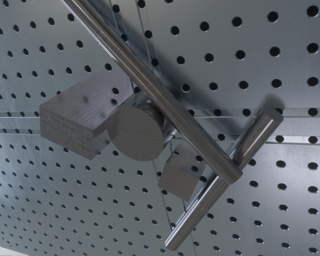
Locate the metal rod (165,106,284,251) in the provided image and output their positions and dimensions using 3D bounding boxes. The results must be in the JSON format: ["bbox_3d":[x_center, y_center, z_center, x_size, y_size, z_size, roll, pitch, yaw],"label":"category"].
[{"bbox_3d":[0.072,0.090,0.428,0.025,0.025,0.298,32,129,7],"label":"metal rod"}]

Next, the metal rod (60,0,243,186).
[{"bbox_3d":[-0.012,-0.051,0.368,0.300,0.025,0.025,48,129,1],"label":"metal rod"}]

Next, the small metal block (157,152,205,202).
[{"bbox_3d":[0.029,0.070,0.439,0.050,0.025,0.050,26,128,11],"label":"small metal block"}]

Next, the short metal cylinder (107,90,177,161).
[{"bbox_3d":[-0.021,-0.004,0.403,0.080,0.050,0.079,14,125,21],"label":"short metal cylinder"}]

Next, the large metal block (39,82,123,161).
[{"bbox_3d":[-0.103,-0.012,0.422,0.080,0.080,0.050,23,127,14],"label":"large metal block"}]
